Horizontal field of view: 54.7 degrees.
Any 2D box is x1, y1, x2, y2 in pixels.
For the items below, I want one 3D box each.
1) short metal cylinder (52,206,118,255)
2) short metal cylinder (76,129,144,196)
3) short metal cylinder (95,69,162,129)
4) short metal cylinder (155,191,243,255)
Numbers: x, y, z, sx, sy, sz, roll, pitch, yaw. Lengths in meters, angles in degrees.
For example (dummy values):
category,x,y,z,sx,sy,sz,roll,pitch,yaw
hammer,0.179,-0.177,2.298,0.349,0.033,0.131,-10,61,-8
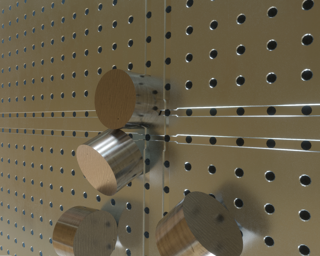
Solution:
category,x,y,z,sx,sy,sz,roll,pitch,yaw
short metal cylinder,-0.110,0.160,0.462,0.050,0.081,0.079,-2,89,40
short metal cylinder,-0.069,0.046,0.428,0.080,0.050,0.079,25,132,32
short metal cylinder,-0.045,-0.038,0.428,0.080,0.050,0.079,0,90,39
short metal cylinder,0.042,0.117,0.337,0.050,0.081,0.080,-50,61,28
